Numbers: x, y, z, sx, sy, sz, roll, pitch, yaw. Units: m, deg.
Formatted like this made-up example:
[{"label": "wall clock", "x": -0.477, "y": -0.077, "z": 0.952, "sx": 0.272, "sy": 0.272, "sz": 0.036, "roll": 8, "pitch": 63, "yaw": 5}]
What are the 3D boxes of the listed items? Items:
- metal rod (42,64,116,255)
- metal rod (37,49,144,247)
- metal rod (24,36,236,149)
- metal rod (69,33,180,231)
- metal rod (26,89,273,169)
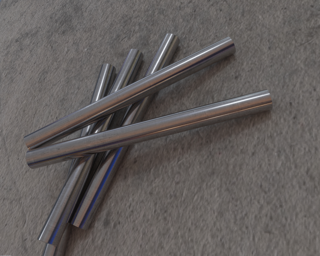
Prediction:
[{"label": "metal rod", "x": -0.108, "y": 0.034, "z": 0.437, "sx": 0.025, "sy": 0.025, "sz": 0.299, "roll": -4, "pitch": 60, "yaw": 26}, {"label": "metal rod", "x": -0.084, "y": 0.008, "z": 0.425, "sx": 0.025, "sy": 0.025, "sz": 0.300, "roll": 3, "pitch": 58, "yaw": 29}, {"label": "metal rod", "x": -0.038, "y": -0.046, "z": 0.415, "sx": 0.301, "sy": 0.025, "sz": 0.025, "roll": -27, "pitch": 52, "yaw": -3}, {"label": "metal rod", "x": -0.041, "y": -0.008, "z": 0.428, "sx": 0.025, "sy": 0.025, "sz": 0.300, "roll": 12, "pitch": 68, "yaw": 33}, {"label": "metal rod", "x": -0.019, "y": 0.004, "z": 0.377, "sx": 0.301, "sy": 0.025, "sz": 0.025, "roll": -14, "pitch": 55, "yaw": 7}]
